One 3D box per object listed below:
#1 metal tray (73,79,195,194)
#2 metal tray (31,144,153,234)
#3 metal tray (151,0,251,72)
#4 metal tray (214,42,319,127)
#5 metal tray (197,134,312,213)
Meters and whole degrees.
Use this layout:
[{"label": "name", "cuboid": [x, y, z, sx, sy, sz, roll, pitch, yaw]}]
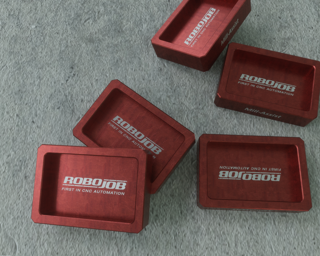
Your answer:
[{"label": "metal tray", "cuboid": [-0.032, 0.010, 0.391, 0.130, 0.030, 0.090, 36, 85, 12]}, {"label": "metal tray", "cuboid": [-0.078, 0.067, 0.357, 0.131, 0.030, 0.090, 2, 84, 10]}, {"label": "metal tray", "cuboid": [0.060, -0.148, 0.443, 0.090, 0.030, 0.130, 25, 71, 30]}, {"label": "metal tray", "cuboid": [0.149, -0.061, 0.428, 0.131, 0.030, 0.090, 14, 71, 5]}, {"label": "metal tray", "cuboid": [0.113, 0.056, 0.385, 0.131, 0.030, 0.090, 2, 70, 0]}]
